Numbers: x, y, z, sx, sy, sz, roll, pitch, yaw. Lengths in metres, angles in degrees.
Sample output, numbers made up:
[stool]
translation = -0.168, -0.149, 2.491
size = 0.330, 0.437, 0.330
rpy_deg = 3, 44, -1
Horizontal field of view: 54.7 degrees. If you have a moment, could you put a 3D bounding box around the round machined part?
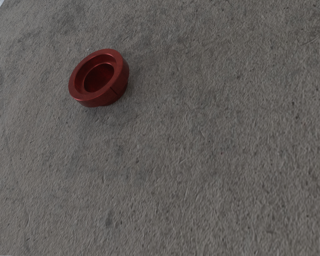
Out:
[round machined part]
translation = -0.090, -0.073, 0.485
size = 0.098, 0.042, 0.098
rpy_deg = -13, 56, 21
